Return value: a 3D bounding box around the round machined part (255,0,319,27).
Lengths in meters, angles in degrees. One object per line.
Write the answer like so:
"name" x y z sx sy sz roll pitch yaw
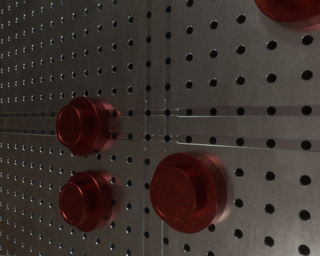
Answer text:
"round machined part" 0.132 -0.148 0.289 0.098 0.042 0.097 0 90 39

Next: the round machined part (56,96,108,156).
"round machined part" -0.132 -0.003 0.505 0.098 0.042 0.097 0 90 39

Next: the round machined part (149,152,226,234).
"round machined part" 0.026 0.079 0.375 0.098 0.042 0.097 0 90 39

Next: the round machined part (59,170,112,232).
"round machined part" -0.126 0.119 0.499 0.098 0.042 0.097 0 90 39
